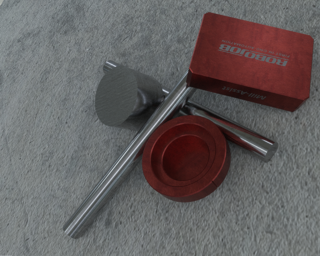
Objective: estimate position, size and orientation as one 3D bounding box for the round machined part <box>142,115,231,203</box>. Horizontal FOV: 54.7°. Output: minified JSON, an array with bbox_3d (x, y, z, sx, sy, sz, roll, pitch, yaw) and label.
[{"bbox_3d":[0.033,0.037,0.354,0.098,0.042,0.098,-13,56,21],"label":"round machined part"}]

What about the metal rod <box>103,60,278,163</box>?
[{"bbox_3d":[0.017,-0.037,0.420,0.300,0.025,0.025,32,80,38],"label":"metal rod"}]

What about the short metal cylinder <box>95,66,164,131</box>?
[{"bbox_3d":[-0.042,-0.038,0.418,0.080,0.050,0.080,-8,77,39],"label":"short metal cylinder"}]

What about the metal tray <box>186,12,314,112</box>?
[{"bbox_3d":[0.104,-0.078,0.359,0.131,0.030,0.090,15,66,4],"label":"metal tray"}]

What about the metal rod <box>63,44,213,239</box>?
[{"bbox_3d":[-0.017,0.012,0.385,0.300,0.025,0.025,-52,52,0],"label":"metal rod"}]
